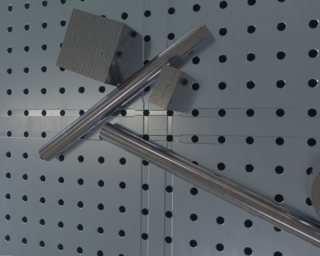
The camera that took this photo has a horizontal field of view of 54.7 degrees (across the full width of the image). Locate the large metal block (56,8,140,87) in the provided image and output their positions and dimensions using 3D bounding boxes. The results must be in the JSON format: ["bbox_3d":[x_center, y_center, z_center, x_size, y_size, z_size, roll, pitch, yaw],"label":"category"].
[{"bbox_3d":[-0.085,-0.109,0.429,0.080,0.050,0.080,22,97,18],"label":"large metal block"}]

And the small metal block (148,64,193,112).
[{"bbox_3d":[0.014,-0.050,0.394,0.025,0.050,0.050,25,98,18],"label":"small metal block"}]

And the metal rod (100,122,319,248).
[{"bbox_3d":[0.052,0.063,0.394,0.301,0.025,0.025,25,98,18],"label":"metal rod"}]

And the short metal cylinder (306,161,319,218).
[{"bbox_3d":[0.202,0.068,0.328,0.080,0.050,0.079,0,90,20],"label":"short metal cylinder"}]

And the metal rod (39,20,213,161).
[{"bbox_3d":[-0.058,-0.043,0.432,0.300,0.025,0.025,-35,79,16],"label":"metal rod"}]
